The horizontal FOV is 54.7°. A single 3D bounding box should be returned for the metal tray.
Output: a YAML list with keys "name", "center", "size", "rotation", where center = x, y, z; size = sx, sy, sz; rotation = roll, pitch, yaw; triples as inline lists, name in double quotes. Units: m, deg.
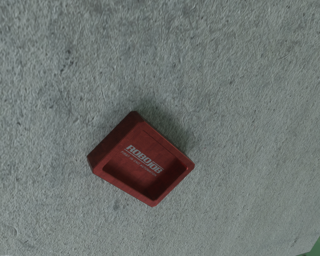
- name: "metal tray"
  center: [-0.022, 0.047, 0.424]
  size: [0.090, 0.030, 0.130]
  rotation: [-46, 130, 3]
